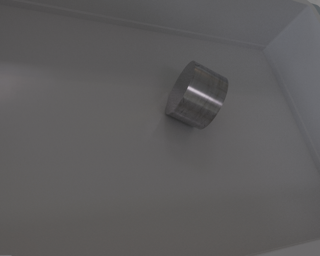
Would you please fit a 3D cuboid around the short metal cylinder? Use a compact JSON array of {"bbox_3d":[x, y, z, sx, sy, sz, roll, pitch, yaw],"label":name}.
[{"bbox_3d":[0.049,-0.044,0.423,0.050,0.080,0.080,25,53,-13],"label":"short metal cylinder"}]
